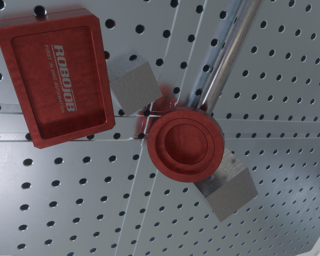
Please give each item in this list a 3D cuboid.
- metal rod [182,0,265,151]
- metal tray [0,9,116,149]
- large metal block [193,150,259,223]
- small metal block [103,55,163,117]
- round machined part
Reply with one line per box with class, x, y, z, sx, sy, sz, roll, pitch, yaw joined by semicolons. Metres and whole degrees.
metal rod;0.089;-0.095;0.400;0.025;0.025;0.298;9;114;-33
metal tray;-0.101;-0.048;0.322;0.091;0.030;0.129;-17;125;-19
large metal block;0.107;0.097;0.514;0.080;0.050;0.080;-35;129;-5
small metal block;-0.031;-0.049;0.364;0.050;0.025;0.050;-31;129;-9
round machined part;0.036;0.019;0.410;0.098;0.042;0.097;4;106;15
